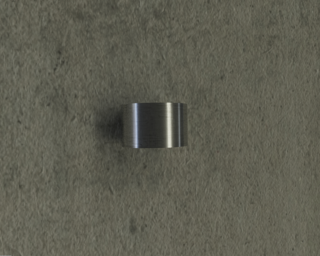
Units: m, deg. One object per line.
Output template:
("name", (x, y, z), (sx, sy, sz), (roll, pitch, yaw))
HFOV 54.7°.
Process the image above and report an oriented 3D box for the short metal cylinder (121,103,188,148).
("short metal cylinder", (-0.007, -0.003, 0.378), (0.081, 0.080, 0.050), (-1, 91, -20))
